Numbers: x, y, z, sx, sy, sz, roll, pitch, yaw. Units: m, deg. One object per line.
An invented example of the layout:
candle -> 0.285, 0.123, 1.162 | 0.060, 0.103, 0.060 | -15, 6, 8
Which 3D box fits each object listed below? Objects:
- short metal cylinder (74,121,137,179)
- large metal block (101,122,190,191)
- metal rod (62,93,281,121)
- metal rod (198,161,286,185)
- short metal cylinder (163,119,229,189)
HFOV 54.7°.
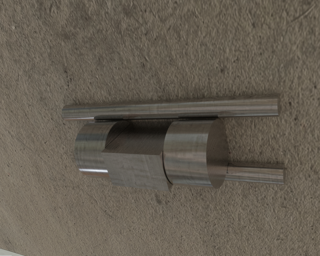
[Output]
short metal cylinder -> -0.071, 0.030, 0.428 | 0.050, 0.080, 0.080 | -1, 118, 29
large metal block -> -0.014, 0.032, 0.397 | 0.080, 0.080, 0.050 | 0, 119, 28
metal rod -> -0.007, -0.023, 0.398 | 0.300, 0.025, 0.025 | 0, 118, 28
metal rod -> 0.014, 0.055, 0.435 | 0.300, 0.025, 0.025 | 0, 118, 28
short metal cylinder -> 0.045, 0.030, 0.367 | 0.050, 0.080, 0.080 | -1, 118, 29
